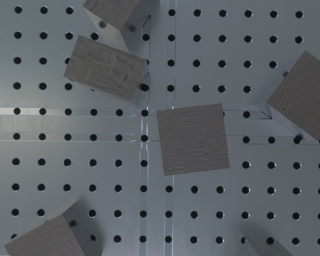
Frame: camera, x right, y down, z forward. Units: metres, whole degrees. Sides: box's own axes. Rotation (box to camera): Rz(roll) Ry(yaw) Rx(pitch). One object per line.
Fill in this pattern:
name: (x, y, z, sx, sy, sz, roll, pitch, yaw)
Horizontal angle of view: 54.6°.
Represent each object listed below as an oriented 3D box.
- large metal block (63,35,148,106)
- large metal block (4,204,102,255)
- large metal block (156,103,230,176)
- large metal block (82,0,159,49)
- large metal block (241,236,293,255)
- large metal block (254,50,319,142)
large metal block: (-0.061, -0.067, 0.385, 0.080, 0.080, 0.050, 20, 90, 0)
large metal block: (-0.134, 0.158, 0.400, 0.080, 0.050, 0.080, -29, 90, 0)
large metal block: (0.040, 0.014, 0.401, 0.080, 0.050, 0.080, -7, 90, 0)
large metal block: (-0.043, -0.155, 0.386, 0.050, 0.080, 0.080, 34, 90, 0)
large metal block: (0.133, 0.193, 0.387, 0.050, 0.080, 0.080, 11, 90, 0)
large metal block: (0.185, -0.039, 0.402, 0.080, 0.050, 0.080, 37, 90, 0)
